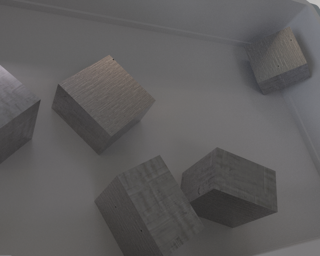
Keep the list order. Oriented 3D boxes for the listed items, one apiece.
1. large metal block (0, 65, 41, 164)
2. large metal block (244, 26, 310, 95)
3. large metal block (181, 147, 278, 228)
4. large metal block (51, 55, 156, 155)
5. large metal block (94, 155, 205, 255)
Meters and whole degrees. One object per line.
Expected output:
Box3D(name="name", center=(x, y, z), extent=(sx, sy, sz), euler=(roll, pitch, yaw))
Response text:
Box3D(name="large metal block", center=(-0.167, -0.018, 0.292), extent=(0.080, 0.080, 0.050), euler=(41, 51, -1))
Box3D(name="large metal block", center=(0.204, -0.116, 0.541), extent=(0.050, 0.080, 0.080), euler=(34, 40, -54))
Box3D(name="large metal block", center=(0.078, 0.074, 0.367), extent=(0.080, 0.080, 0.050), euler=(22, 54, -15))
Box3D(name="large metal block", center=(-0.067, -0.029, 0.371), extent=(0.080, 0.050, 0.080), euler=(45, 51, 3))
Box3D(name="large metal block", center=(-0.015, 0.085, 0.310), extent=(0.050, 0.080, 0.080), euler=(-23, 74, -36))
